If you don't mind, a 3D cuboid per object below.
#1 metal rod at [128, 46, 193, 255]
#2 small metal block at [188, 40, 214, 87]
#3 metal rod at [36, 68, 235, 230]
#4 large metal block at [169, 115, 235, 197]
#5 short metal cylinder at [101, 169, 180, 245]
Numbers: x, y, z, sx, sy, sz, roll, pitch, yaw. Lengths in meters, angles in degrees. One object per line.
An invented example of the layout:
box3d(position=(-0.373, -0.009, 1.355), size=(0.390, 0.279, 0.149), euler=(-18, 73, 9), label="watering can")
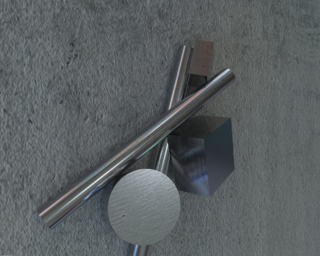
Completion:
box3d(position=(0.003, 0.033, 0.408), size=(0.025, 0.025, 0.299), euler=(22, 76, -38), label="metal rod")
box3d(position=(0.059, -0.089, 0.439), size=(0.050, 0.025, 0.050), euler=(56, 46, -74), label="small metal block")
box3d(position=(-0.010, 0.009, 0.375), size=(0.302, 0.025, 0.025), euler=(-38, 114, -26), label="metal rod")
box3d(position=(0.060, 0.034, 0.420), size=(0.081, 0.050, 0.079), euler=(-31, 119, -49), label="large metal block")
box3d(position=(-0.024, 0.086, 0.354), size=(0.081, 0.050, 0.080), euler=(2, 83, -19), label="short metal cylinder")
